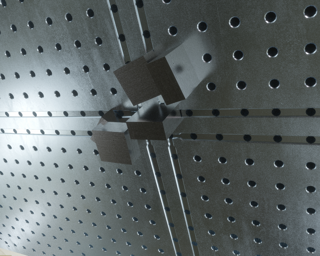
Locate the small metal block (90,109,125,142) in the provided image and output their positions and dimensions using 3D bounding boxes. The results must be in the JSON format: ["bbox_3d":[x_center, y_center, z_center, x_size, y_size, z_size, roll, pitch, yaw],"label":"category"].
[{"bbox_3d":[-0.067,0.009,0.451,0.050,0.025,0.050,37,129,3],"label":"small metal block"}]

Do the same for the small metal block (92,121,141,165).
[{"bbox_3d":[-0.059,0.020,0.421,0.050,0.025,0.050,3,120,25],"label":"small metal block"}]

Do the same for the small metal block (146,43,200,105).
[{"bbox_3d":[0.017,-0.061,0.348,0.025,0.050,0.050,-16,110,34],"label":"small metal block"}]

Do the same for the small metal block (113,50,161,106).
[{"bbox_3d":[-0.021,-0.061,0.383,0.050,0.025,0.050,-19,109,35],"label":"small metal block"}]

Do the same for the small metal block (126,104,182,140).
[{"bbox_3d":[-0.007,-0.008,0.392,0.050,0.050,0.025,1,119,27],"label":"small metal block"}]
